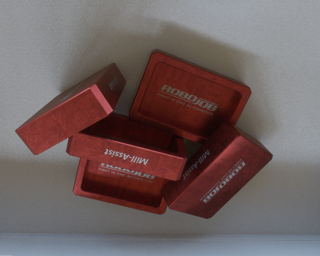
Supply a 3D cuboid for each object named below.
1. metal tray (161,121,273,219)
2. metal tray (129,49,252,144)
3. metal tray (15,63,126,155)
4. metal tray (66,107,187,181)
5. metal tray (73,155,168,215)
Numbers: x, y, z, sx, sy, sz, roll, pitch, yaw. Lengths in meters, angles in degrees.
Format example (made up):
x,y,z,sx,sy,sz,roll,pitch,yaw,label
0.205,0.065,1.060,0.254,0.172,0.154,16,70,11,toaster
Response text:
x,y,z,sx,sy,sz,roll,pitch,yaw,label
0.075,0.061,0.409,0.090,0.030,0.130,27,110,-40,metal tray
0.036,-0.035,0.395,0.131,0.030,0.089,20,109,-8,metal tray
-0.089,-0.028,0.341,0.090,0.130,0.030,-28,108,10,metal tray
-0.037,0.016,0.379,0.131,0.090,0.030,15,109,-6,metal tray
-0.045,0.062,0.428,0.131,0.030,0.089,15,109,-6,metal tray
